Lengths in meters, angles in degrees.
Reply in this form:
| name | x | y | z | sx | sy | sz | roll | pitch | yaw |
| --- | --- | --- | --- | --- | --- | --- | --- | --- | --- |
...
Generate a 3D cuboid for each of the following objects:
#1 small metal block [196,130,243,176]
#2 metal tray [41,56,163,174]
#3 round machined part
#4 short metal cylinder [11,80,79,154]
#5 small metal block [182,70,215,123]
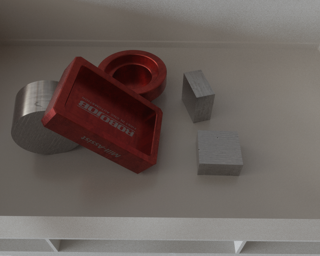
| name | x | y | z | sx | sy | sz | roll | pitch | yaw |
| --- | --- | --- | --- | --- | --- | --- | --- | --- | --- |
| small metal block | 0.071 | 0.030 | 0.380 | 0.050 | 0.025 | 0.050 | 2 | 50 | 1 |
| metal tray | -0.059 | -0.014 | 0.362 | 0.130 | 0.030 | 0.090 | 32 | 44 | -27 |
| round machined part | -0.040 | -0.067 | 0.450 | 0.099 | 0.042 | 0.098 | 0 | 50 | 0 |
| short metal cylinder | -0.135 | -0.011 | 0.377 | 0.081 | 0.080 | 0.050 | -9 | 51 | -8 |
| small metal block | 0.051 | -0.043 | 0.426 | 0.025 | 0.050 | 0.050 | -12 | 51 | -11 |
